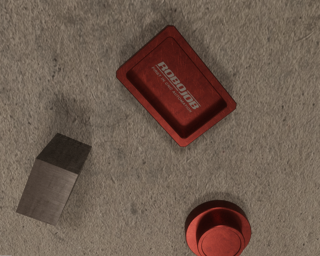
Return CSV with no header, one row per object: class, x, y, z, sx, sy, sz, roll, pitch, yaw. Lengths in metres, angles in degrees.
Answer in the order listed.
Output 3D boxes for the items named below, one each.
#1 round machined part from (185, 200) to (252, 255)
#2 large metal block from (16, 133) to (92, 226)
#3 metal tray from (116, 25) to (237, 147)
round machined part,0.087,0.160,0.461,0.099,0.042,0.097,0,110,-1
large metal block,-0.134,0.064,0.402,0.050,0.080,0.080,24,108,-9
metal tray,0.021,-0.050,0.388,0.090,0.030,0.130,-39,106,12
